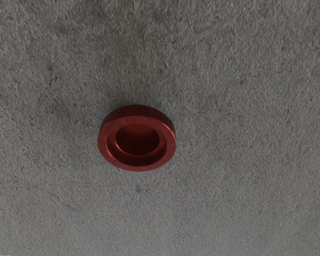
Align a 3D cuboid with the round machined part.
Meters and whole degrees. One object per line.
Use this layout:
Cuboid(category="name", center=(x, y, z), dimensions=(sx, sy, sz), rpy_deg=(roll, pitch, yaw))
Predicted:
Cuboid(category="round machined part", center=(-0.029, 0.009, 0.403), dimensions=(0.099, 0.042, 0.097), rpy_deg=(0, 130, 0))
